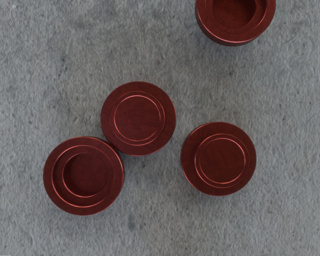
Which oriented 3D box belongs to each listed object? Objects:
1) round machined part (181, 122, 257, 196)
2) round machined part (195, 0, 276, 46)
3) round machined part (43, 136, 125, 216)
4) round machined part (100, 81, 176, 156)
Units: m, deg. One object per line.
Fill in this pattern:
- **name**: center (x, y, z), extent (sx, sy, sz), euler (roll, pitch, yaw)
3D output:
- **round machined part**: center (0.077, 0.040, 0.403), extent (0.099, 0.042, 0.097), euler (0, 90, -1)
- **round machined part**: center (0.094, -0.154, 0.403), extent (0.099, 0.042, 0.097), euler (0, 90, -1)
- **round machined part**: center (-0.094, 0.059, 0.400), extent (0.099, 0.042, 0.097), euler (0, 90, -1)
- **round machined part**: center (-0.028, -0.012, 0.401), extent (0.099, 0.042, 0.097), euler (0, 90, -1)
